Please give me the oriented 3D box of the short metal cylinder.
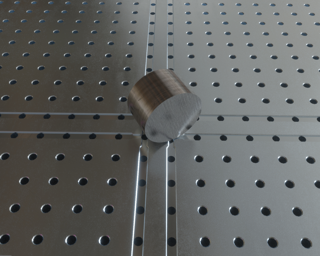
[{"bbox_3d":[0.006,-0.028,0.394,0.081,0.080,0.050,-22,53,-18],"label":"short metal cylinder"}]
